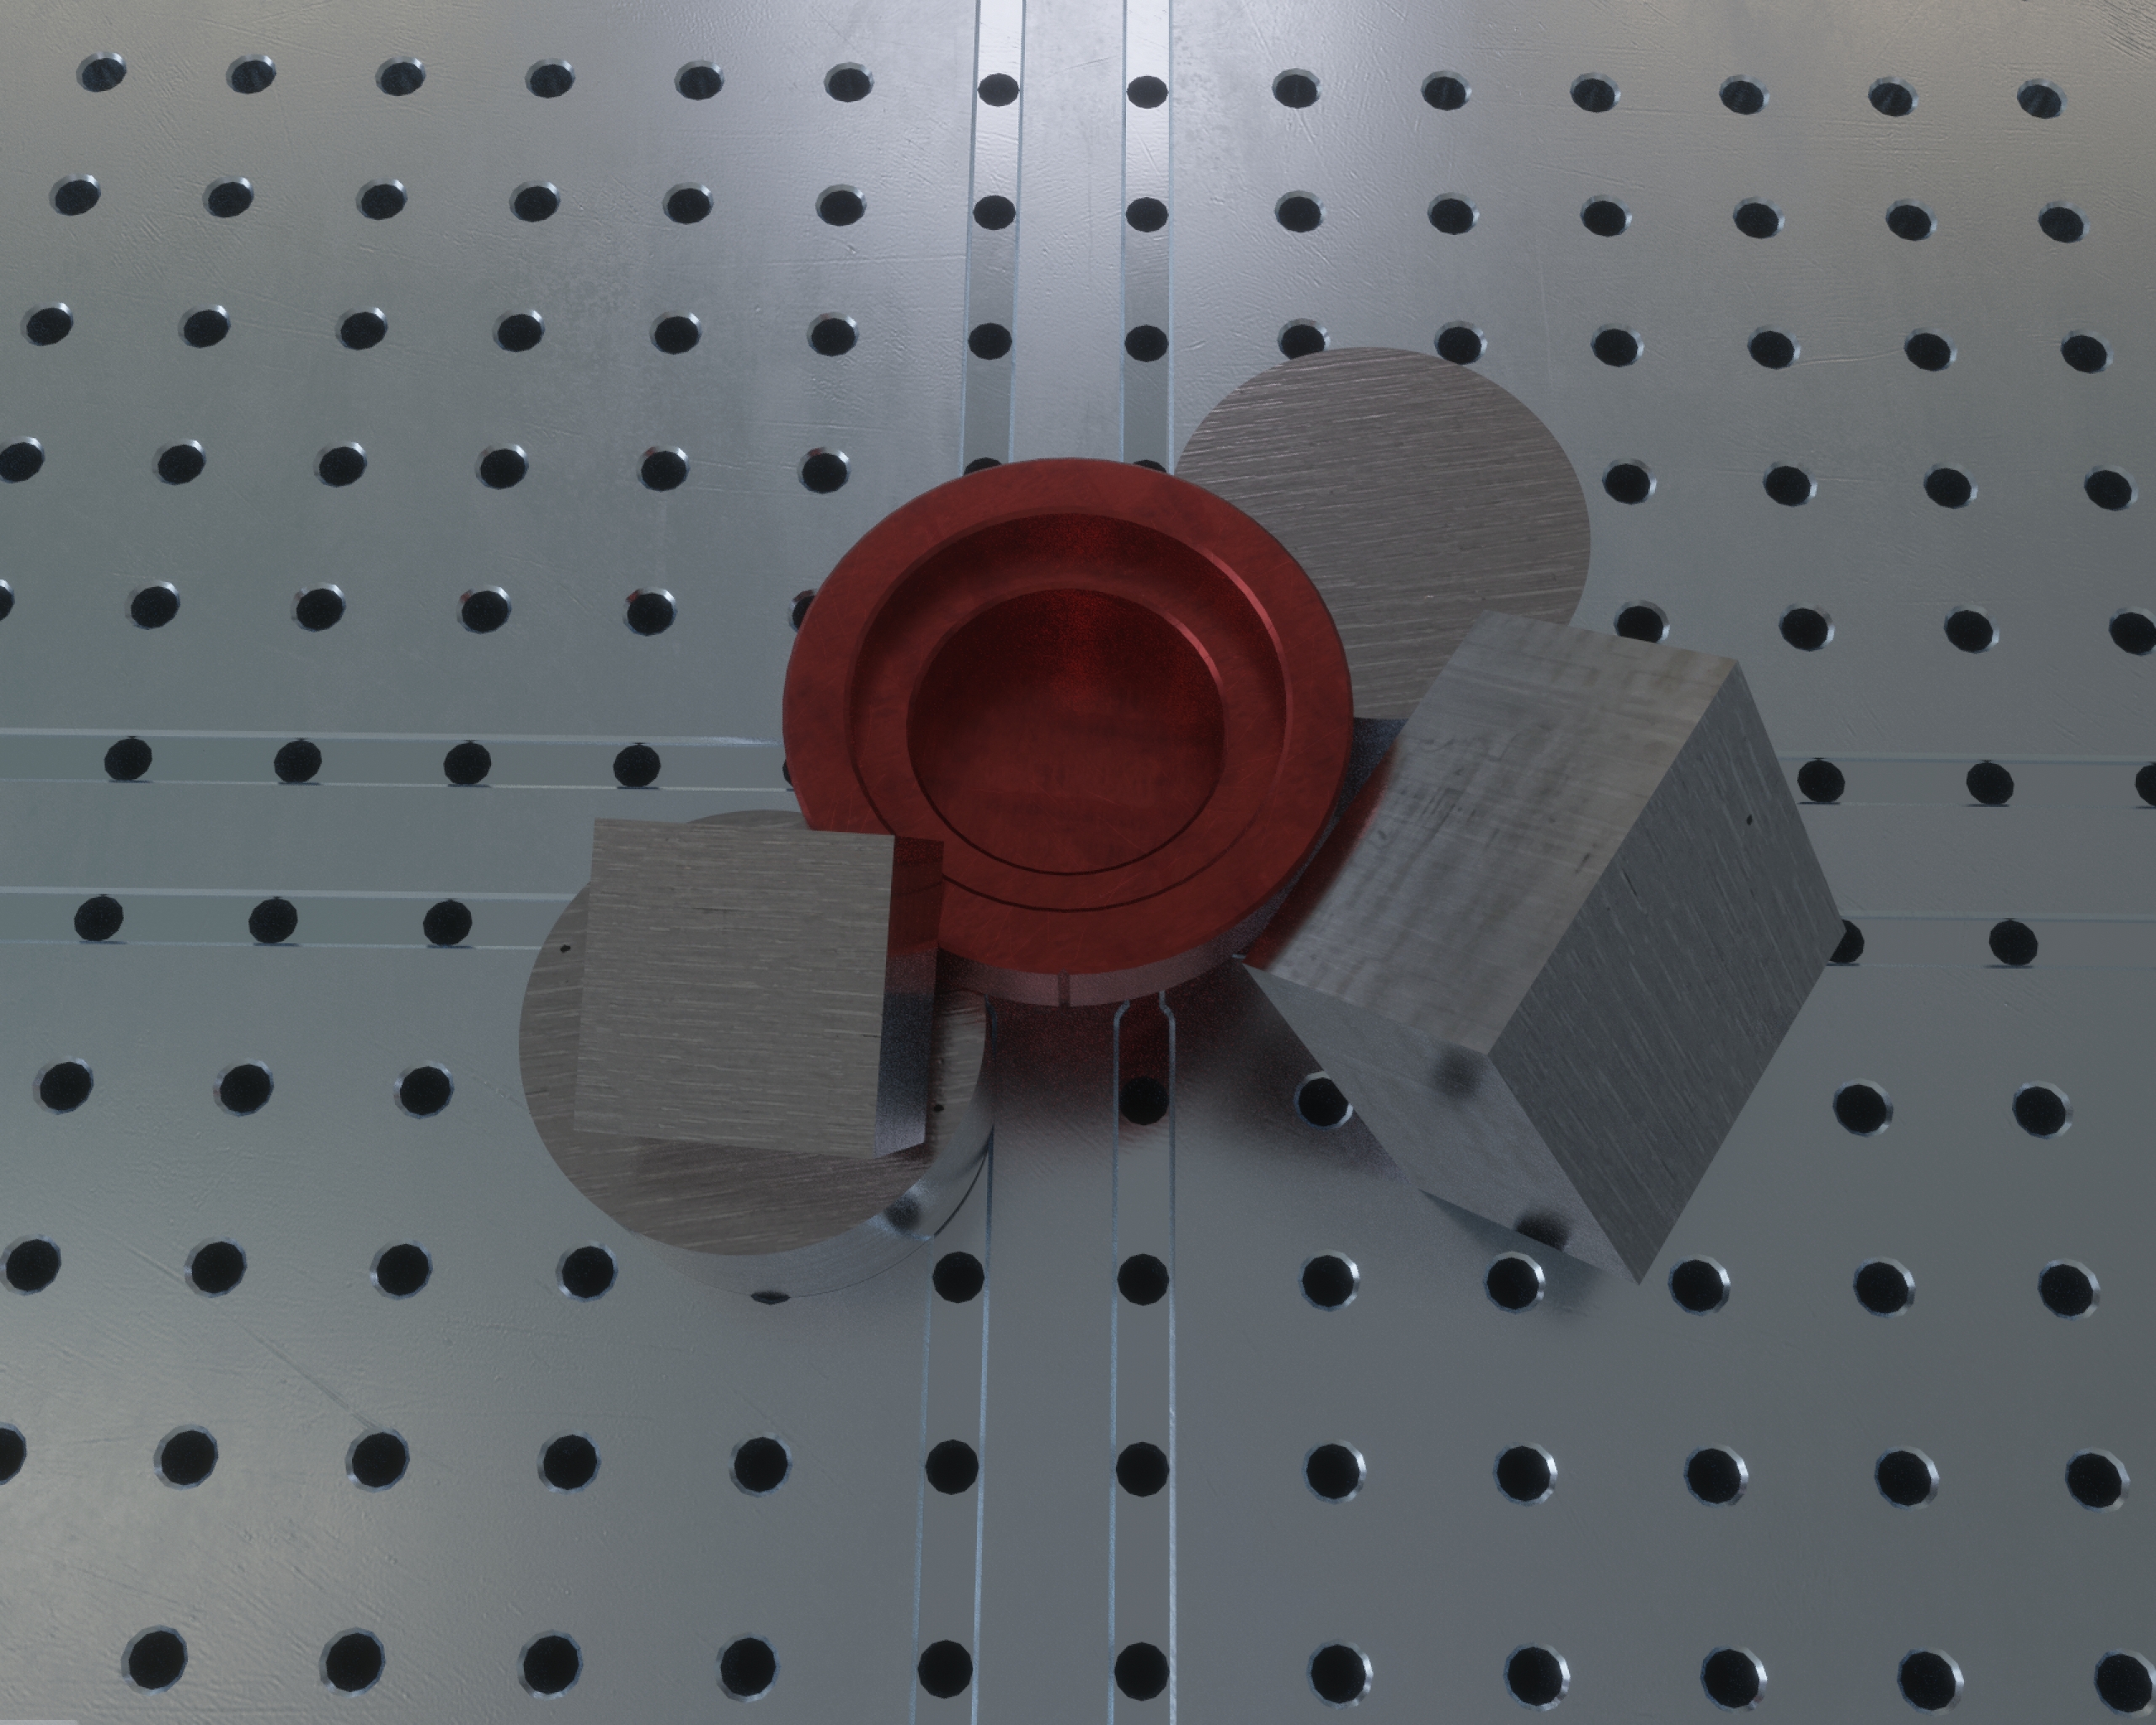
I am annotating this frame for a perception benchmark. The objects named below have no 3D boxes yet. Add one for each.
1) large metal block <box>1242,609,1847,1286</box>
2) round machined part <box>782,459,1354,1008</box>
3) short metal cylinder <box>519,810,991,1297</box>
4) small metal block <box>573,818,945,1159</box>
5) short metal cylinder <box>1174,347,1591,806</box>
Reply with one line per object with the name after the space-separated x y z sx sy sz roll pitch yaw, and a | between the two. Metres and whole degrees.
0.086 0.015 0.371 0.050 0.080 0.080 20 67 43 | large metal block
-0.002 -0.020 0.379 0.099 0.042 0.098 0 70 0 | round machined part
-0.056 0.036 0.384 0.081 0.050 0.080 0 70 0 | short metal cylinder
-0.051 0.019 0.338 0.050 0.025 0.050 4 89 14 | small metal block
0.057 -0.055 0.419 0.081 0.050 0.080 0 70 0 | short metal cylinder
